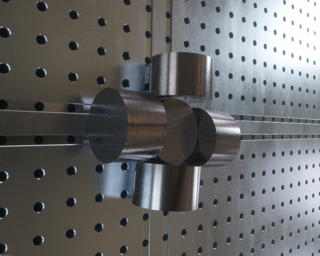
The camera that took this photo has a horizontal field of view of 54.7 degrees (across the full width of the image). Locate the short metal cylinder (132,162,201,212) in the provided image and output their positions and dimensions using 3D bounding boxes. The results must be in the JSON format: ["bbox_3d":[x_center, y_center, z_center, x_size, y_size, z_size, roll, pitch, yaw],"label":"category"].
[{"bbox_3d":[0.008,0.068,0.378,0.081,0.080,0.050,8,85,-40],"label":"short metal cylinder"}]

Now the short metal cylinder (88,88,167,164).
[{"bbox_3d":[-0.038,-0.002,0.341,0.050,0.080,0.080,2,89,-41],"label":"short metal cylinder"}]

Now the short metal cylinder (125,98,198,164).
[{"bbox_3d":[0.002,0.004,0.395,0.081,0.050,0.080,0,90,-41],"label":"short metal cylinder"}]

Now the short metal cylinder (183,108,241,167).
[{"bbox_3d":[0.063,0.014,0.426,0.050,0.080,0.080,5,87,-40],"label":"short metal cylinder"}]

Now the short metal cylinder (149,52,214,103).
[{"bbox_3d":[0.027,-0.061,0.395,0.081,0.080,0.050,4,88,-40],"label":"short metal cylinder"}]
